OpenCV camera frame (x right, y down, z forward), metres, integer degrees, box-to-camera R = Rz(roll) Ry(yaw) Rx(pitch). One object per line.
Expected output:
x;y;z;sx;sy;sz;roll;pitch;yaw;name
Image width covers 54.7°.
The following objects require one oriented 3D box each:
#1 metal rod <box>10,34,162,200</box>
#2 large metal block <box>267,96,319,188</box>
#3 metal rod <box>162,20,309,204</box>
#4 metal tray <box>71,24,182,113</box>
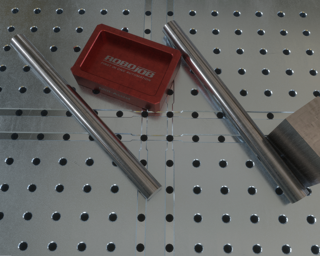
-0.107;-0.024;0.419;0.025;0.025;0.300;-41;75;-13;metal rod
0.183;0.021;0.376;0.050;0.080;0.080;-33;74;-11;large metal block
0.093;-0.033;0.424;0.025;0.025;0.299;-30;73;-10;metal rod
-0.045;-0.086;0.440;0.131;0.030;0.090;21;71;7;metal tray
